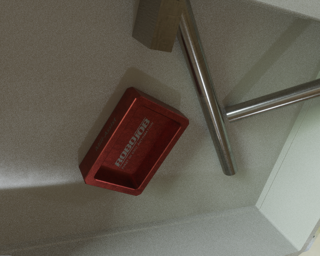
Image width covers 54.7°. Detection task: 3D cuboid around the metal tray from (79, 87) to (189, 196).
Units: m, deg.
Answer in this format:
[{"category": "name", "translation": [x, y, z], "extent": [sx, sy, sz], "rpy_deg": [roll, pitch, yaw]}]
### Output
[{"category": "metal tray", "translation": [-0.033, 0.022, 0.402], "extent": [0.090, 0.030, 0.129], "rpy_deg": [24, 105, -37]}]

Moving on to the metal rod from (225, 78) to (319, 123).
[{"category": "metal rod", "translation": [0.238, -0.061, 0.415], "extent": [0.301, 0.025, 0.025], "rpy_deg": [-17, 132, 16]}]

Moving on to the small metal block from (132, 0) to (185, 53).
[{"category": "small metal block", "translation": [-0.004, -0.112, 0.323], "extent": [0.025, 0.050, 0.050], "rpy_deg": [1, 118, -30]}]

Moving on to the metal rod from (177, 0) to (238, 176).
[{"category": "metal rod", "translation": [0.068, -0.035, 0.425], "extent": [0.025, 0.025, 0.299], "rpy_deg": [-32, 129, -8]}]
